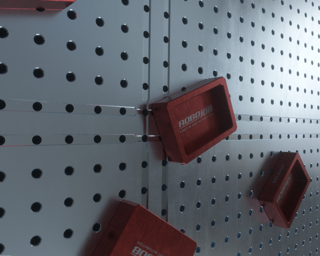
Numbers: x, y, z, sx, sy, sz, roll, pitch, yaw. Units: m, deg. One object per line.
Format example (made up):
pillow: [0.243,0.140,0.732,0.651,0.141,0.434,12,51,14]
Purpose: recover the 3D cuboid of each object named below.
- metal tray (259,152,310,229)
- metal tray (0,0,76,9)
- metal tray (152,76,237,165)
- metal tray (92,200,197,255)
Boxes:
metal tray: [0.254,0.122,0.622,0.130,0.030,0.090,-50,120,-29]
metal tray: [-0.136,-0.183,0.291,0.091,0.030,0.129,-16,101,-39]
metal tray: [0.056,-0.014,0.455,0.131,0.030,0.089,-28,108,-37]
metal tray: [-0.016,0.162,0.395,0.130,0.030,0.090,43,64,-32]
